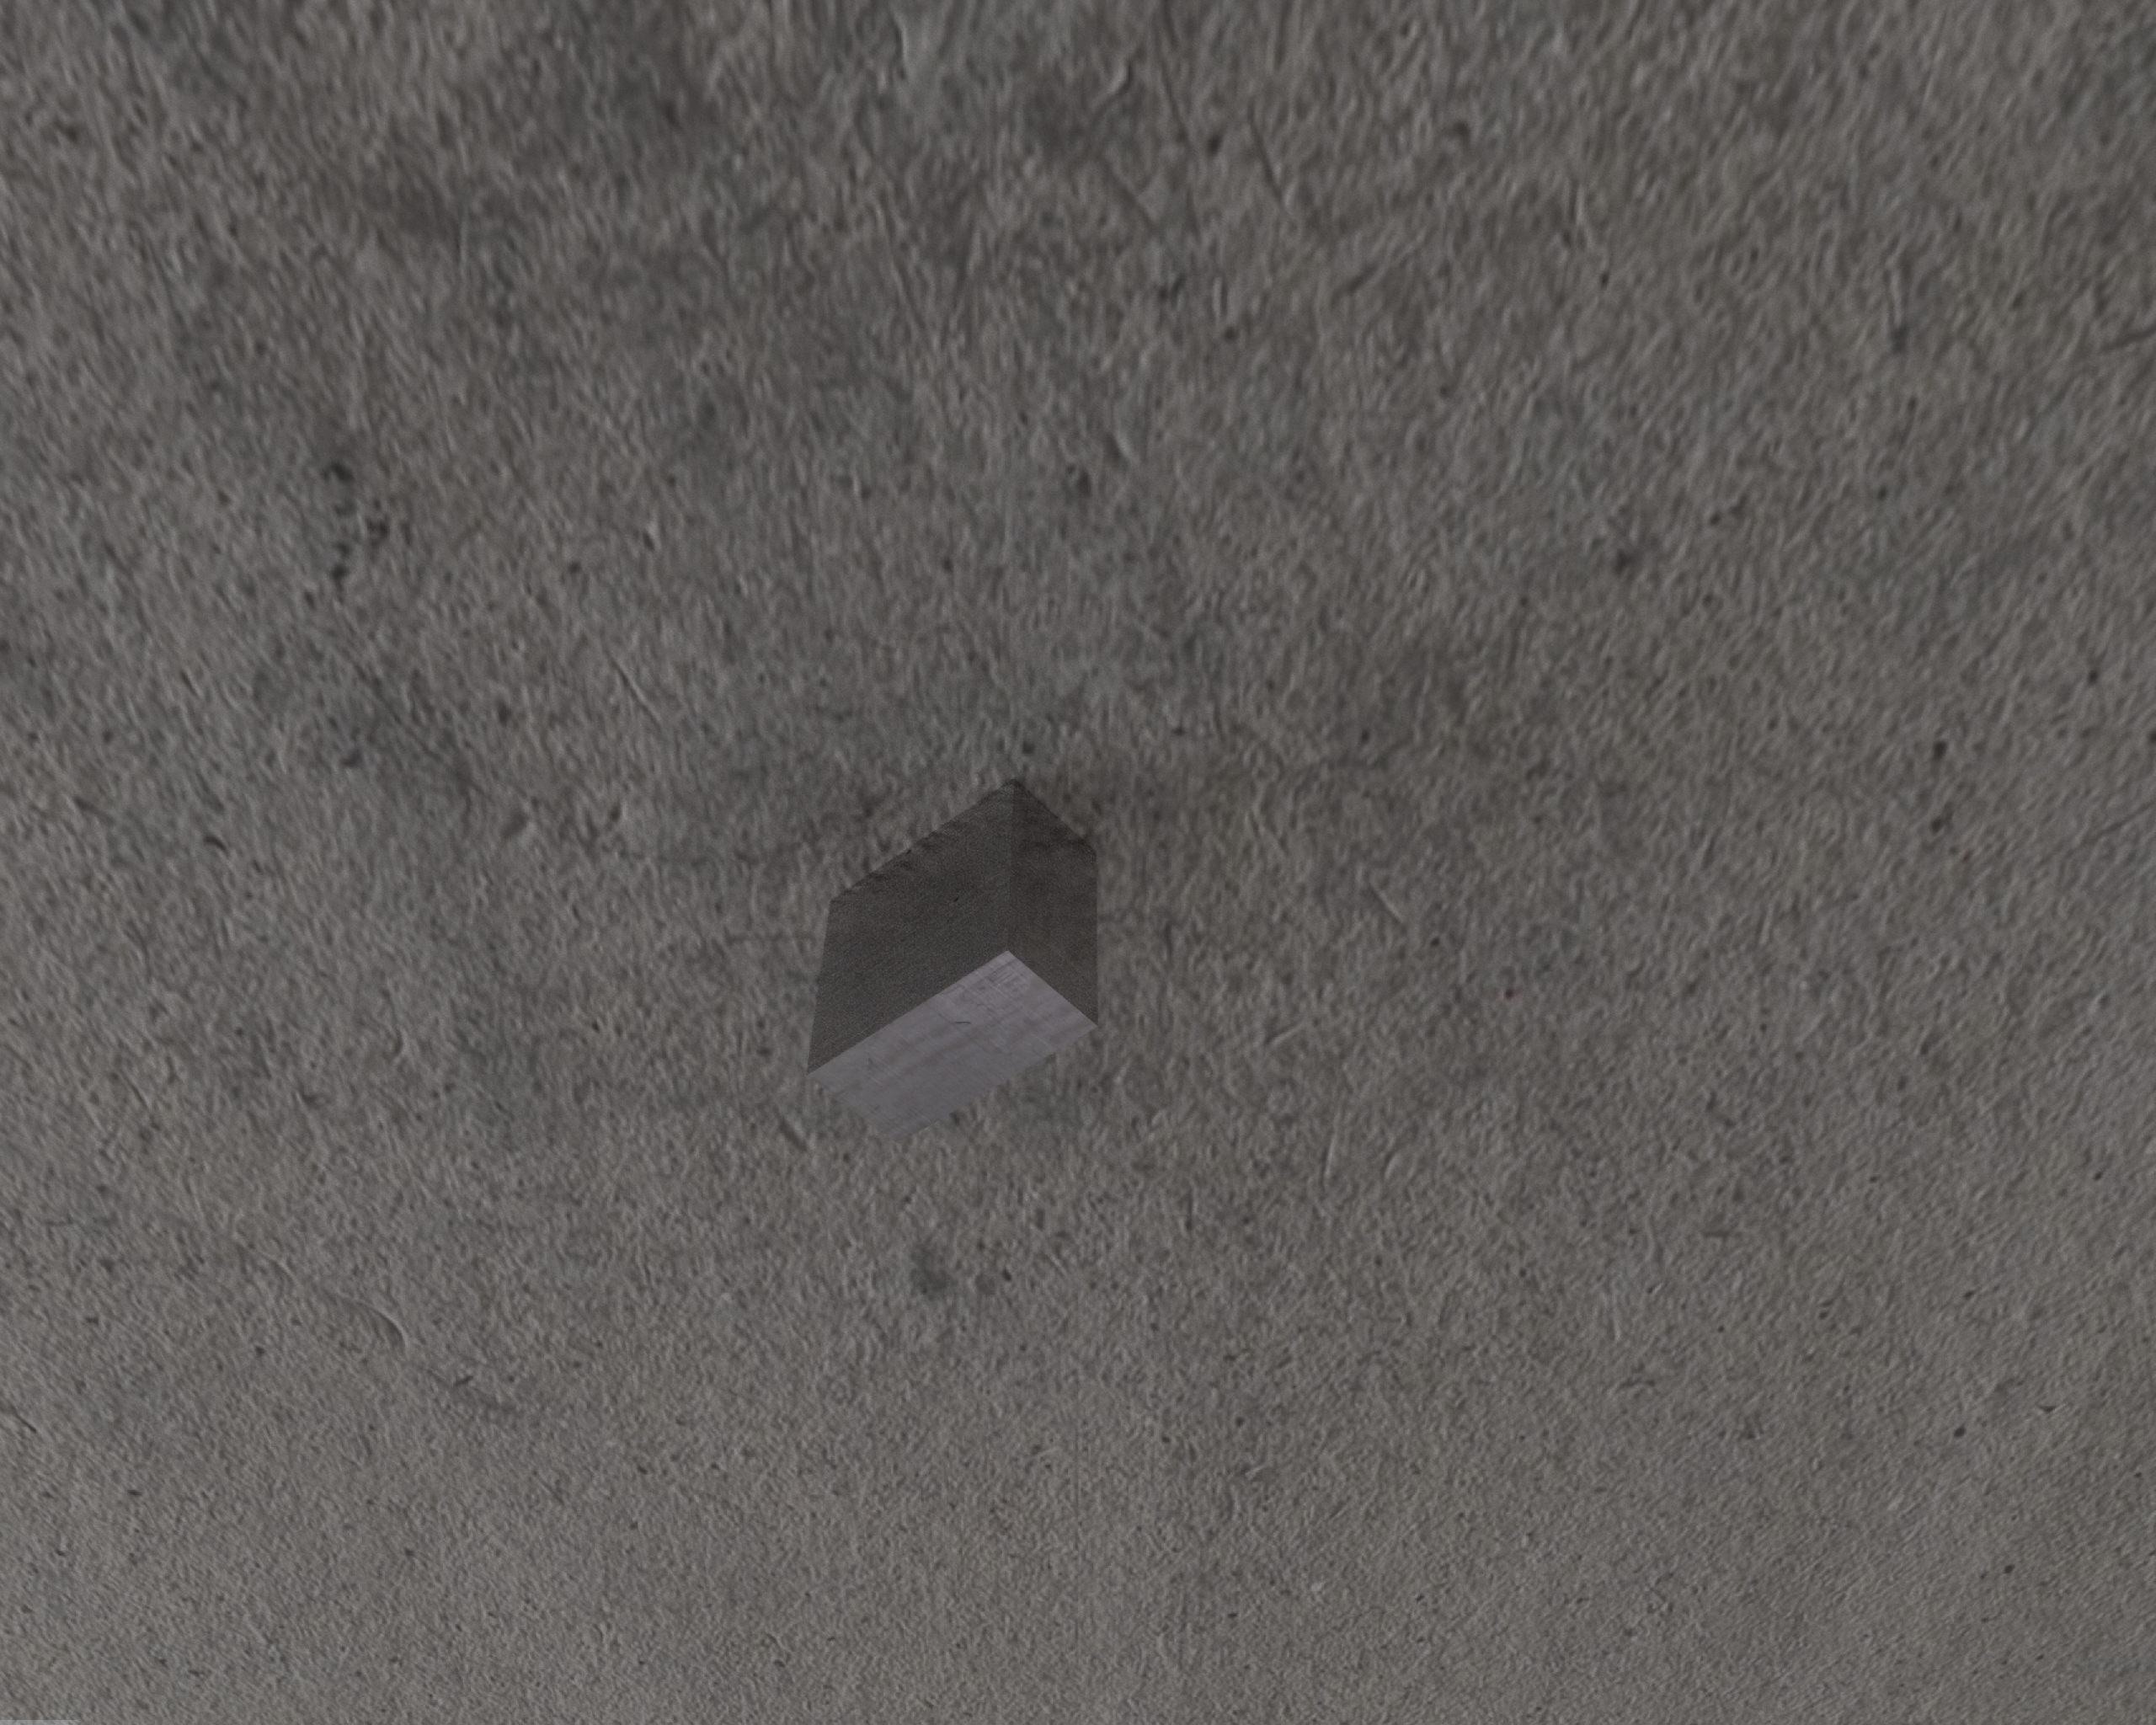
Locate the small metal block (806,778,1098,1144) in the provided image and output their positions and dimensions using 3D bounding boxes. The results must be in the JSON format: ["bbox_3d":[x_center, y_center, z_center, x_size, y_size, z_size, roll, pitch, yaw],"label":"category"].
[{"bbox_3d":[-0.024,0.019,0.406,0.050,0.050,0.025,-32,123,24],"label":"small metal block"}]
